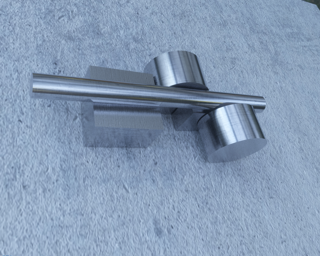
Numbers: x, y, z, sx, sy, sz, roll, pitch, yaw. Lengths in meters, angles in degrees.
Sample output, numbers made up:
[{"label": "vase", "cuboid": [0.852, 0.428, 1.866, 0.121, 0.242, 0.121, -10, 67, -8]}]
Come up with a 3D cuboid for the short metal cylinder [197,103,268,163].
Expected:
[{"label": "short metal cylinder", "cuboid": [0.096, 0.009, 0.418, 0.081, 0.080, 0.050, 0, 62, -29]}]

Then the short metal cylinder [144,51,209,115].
[{"label": "short metal cylinder", "cuboid": [0.022, -0.059, 0.420, 0.081, 0.080, 0.050, 2, 61, -28]}]

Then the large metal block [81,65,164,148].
[{"label": "large metal block", "cuboid": [-0.049, -0.023, 0.374, 0.081, 0.050, 0.080, 3, 60, -27]}]

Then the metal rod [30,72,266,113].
[{"label": "metal rod", "cuboid": [0.009, -0.037, 0.369, 0.303, 0.025, 0.025, 2, 61, -29]}]

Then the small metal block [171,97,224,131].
[{"label": "small metal block", "cuboid": [0.051, -0.018, 0.428, 0.050, 0.050, 0.025, 1, 62, -28]}]
